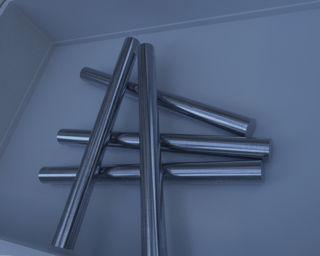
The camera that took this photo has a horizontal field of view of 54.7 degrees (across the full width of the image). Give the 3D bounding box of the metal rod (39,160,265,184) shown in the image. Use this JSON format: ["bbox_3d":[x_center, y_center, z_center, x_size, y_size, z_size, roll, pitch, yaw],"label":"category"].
[{"bbox_3d":[-0.030,0.057,0.383,0.301,0.025,0.025,-5,60,25],"label":"metal rod"}]

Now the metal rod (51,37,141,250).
[{"bbox_3d":[-0.075,0.002,0.408,0.025,0.025,0.300,0,62,28],"label":"metal rod"}]

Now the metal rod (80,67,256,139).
[{"bbox_3d":[-0.011,-0.045,0.435,0.300,0.025,0.025,22,74,35],"label":"metal rod"}]

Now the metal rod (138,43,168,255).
[{"bbox_3d":[-0.012,0.011,0.370,0.025,0.025,0.299,-16,55,19],"label":"metal rod"}]

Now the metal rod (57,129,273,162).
[{"bbox_3d":[-0.015,0.018,0.399,0.300,0.025,0.025,2,63,28],"label":"metal rod"}]
